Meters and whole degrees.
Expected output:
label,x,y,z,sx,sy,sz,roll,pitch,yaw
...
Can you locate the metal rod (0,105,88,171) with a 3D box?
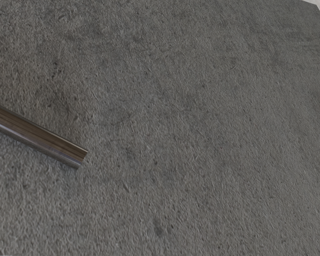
label,x,y,z,sx,sy,sz,roll,pitch,yaw
metal rod,-0.214,-0.036,0.310,0.301,0.025,0.025,29,52,-10
